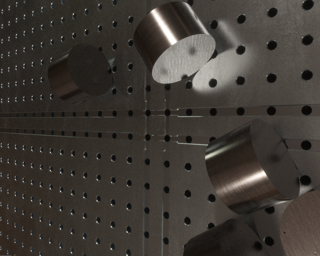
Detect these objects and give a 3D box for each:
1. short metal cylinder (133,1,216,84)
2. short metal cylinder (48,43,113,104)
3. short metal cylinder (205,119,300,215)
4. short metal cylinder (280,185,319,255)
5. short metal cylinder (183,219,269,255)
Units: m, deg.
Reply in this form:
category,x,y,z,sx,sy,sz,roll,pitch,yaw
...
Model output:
category,x,y,z,sx,sy,sz,roll,pitch,yaw
short metal cylinder,0.016,-0.096,0.358,0.080,0.081,0.050,-42,65,32
short metal cylinder,-0.120,-0.081,0.470,0.050,0.081,0.080,-15,81,39
short metal cylinder,0.089,0.038,0.299,0.050,0.081,0.080,-32,70,35
short metal cylinder,0.153,0.090,0.267,0.080,0.050,0.079,0,90,39
short metal cylinder,0.070,0.141,0.315,0.050,0.081,0.080,-40,66,32
